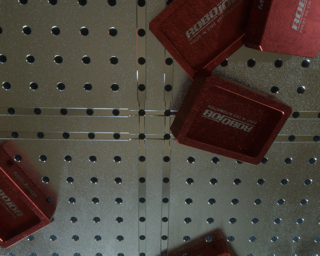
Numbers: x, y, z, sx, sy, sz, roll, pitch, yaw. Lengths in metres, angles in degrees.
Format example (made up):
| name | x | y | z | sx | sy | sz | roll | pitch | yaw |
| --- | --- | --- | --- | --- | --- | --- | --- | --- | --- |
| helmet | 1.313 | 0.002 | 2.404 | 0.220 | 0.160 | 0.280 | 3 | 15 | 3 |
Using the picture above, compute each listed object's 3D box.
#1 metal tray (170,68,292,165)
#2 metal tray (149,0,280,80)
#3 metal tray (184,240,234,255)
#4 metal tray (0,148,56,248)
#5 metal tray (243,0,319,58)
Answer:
| name | x | y | z | sx | sy | sz | roll | pitch | yaw |
| --- | --- | --- | --- | --- | --- | --- | --- | --- | --- |
| metal tray | 0.090 | -0.010 | 0.390 | 0.131 | 0.030 | 0.089 | 17 | 111 | -23 |
| metal tray | 0.063 | -0.129 | 0.363 | 0.130 | 0.030 | 0.090 | -39 | 106 | 13 |
| metal tray | 0.067 | 0.246 | 0.502 | 0.130 | 0.030 | 0.090 | -28 | 108 | 9 |
| metal tray | -0.228 | 0.102 | 0.445 | 0.090 | 0.030 | 0.130 | -31 | 108 | 10 |
| metal tray | 0.151 | -0.148 | 0.341 | 0.091 | 0.030 | 0.129 | 0 | 112 | -25 |
